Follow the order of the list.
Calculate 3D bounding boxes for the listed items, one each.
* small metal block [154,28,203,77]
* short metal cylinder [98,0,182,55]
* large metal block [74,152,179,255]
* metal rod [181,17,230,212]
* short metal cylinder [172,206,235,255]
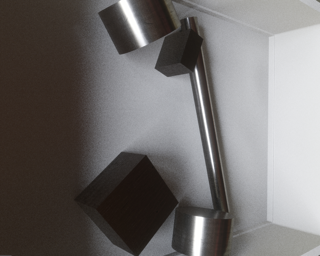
[{"bbox_3d":[0.025,-0.099,0.413,0.025,0.050,0.050,28,72,-37],"label":"small metal block"},{"bbox_3d":[-0.022,-0.125,0.353,0.080,0.080,0.050,-41,115,-33],"label":"short metal cylinder"},{"bbox_3d":[-0.036,0.086,0.362,0.080,0.050,0.080,-47,118,-30],"label":"large metal block"},{"bbox_3d":[0.070,-0.012,0.467,0.025,0.025,0.298,-19,102,-39],"label":"metal rod"},{"bbox_3d":[0.059,0.140,0.423,0.081,0.080,0.050,11,83,-40],"label":"short metal cylinder"}]
